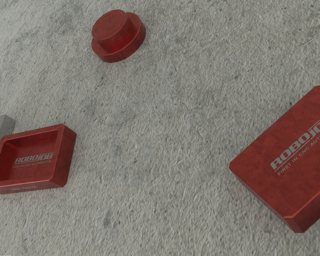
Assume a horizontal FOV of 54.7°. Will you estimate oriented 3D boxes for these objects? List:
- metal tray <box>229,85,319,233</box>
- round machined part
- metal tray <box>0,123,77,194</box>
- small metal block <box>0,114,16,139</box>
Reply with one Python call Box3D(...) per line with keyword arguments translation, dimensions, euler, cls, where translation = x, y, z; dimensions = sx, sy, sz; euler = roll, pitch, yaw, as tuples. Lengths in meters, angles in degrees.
Box3D(translation=(0.142, 0.023, 0.295), dimensions=(0.130, 0.030, 0.090), euler=(-42, 33, -1), cls="metal tray")
Box3D(translation=(-0.077, -0.164, 0.532), dimensions=(0.098, 0.042, 0.098), euler=(-13, 56, 20), cls="round machined part")
Box3D(translation=(-0.195, 0.048, 0.470), dimensions=(0.130, 0.030, 0.090), euler=(-10, 57, 22), cls="metal tray")
Box3D(translation=(-0.289, 0.008, 0.548), dimensions=(0.050, 0.025, 0.050), euler=(-11, 57, 22), cls="small metal block")
